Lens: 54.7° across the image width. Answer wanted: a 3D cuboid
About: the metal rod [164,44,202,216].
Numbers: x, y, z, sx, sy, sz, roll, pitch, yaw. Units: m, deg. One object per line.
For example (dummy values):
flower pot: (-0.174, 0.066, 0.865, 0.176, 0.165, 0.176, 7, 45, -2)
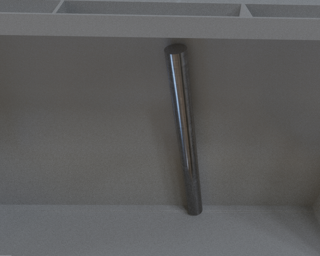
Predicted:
metal rod: (0.038, 0.026, 0.432, 0.025, 0.025, 0.298, -7, 130, 5)
